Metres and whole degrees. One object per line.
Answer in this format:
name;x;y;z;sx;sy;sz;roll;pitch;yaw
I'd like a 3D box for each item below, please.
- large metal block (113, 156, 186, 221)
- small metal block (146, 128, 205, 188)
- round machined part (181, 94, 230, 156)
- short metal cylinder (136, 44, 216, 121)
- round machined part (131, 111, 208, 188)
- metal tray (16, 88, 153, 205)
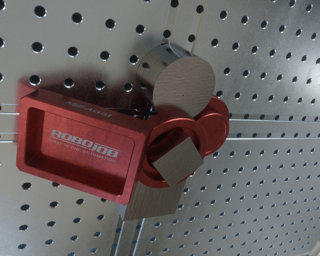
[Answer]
large metal block;-0.015;0.077;0.431;0.081;0.050;0.079;1;118;-29
small metal block;0.017;0.034;0.361;0.050;0.025;0.050;-36;129;-4
round machined part;0.056;0.001;0.430;0.099;0.042;0.097;-14;124;-21
short metal cylinder;0.018;-0.054;0.371;0.081;0.050;0.079;-14;124;-21
round machined part;0.006;0.022;0.379;0.099;0.042;0.097;-14;124;-21
metal tray;-0.082;0.020;0.329;0.131;0.030;0.089;17;114;4
